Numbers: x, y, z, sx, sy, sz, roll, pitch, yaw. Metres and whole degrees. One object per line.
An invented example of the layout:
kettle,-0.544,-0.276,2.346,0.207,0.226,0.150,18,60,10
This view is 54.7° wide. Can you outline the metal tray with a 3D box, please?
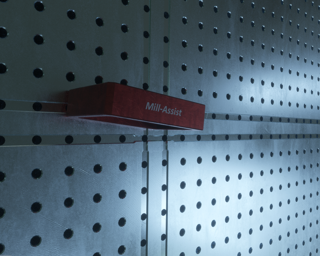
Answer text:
metal tray,-0.025,-0.019,0.347,0.131,0.090,0.030,9,85,-40
